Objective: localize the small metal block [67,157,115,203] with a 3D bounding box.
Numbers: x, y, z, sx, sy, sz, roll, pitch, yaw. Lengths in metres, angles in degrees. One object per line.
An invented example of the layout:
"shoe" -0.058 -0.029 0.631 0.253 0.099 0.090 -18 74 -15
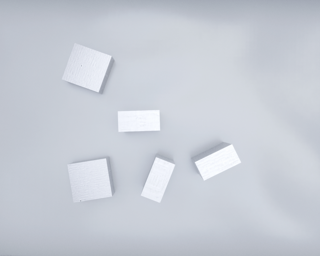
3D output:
"small metal block" -0.090 0.067 0.411 0.050 0.025 0.050 -9 90 0

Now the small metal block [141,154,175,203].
"small metal block" -0.002 0.063 0.399 0.025 0.050 0.050 22 90 0

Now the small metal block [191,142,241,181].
"small metal block" 0.070 0.041 0.399 0.050 0.050 0.025 -26 90 0

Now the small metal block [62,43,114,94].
"small metal block" -0.094 -0.078 0.410 0.050 0.025 0.050 20 90 0

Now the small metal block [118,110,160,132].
"small metal block" -0.025 -0.009 0.399 0.050 0.050 0.025 -2 90 0
